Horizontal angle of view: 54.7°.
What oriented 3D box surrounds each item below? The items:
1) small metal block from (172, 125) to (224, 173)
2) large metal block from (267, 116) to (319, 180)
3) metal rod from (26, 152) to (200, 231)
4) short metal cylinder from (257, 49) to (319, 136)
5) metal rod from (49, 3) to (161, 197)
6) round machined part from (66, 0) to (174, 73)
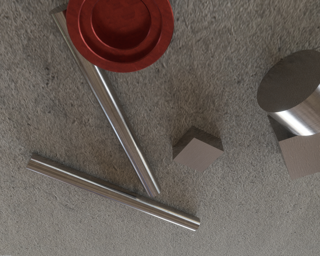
[{"bbox_3d":[0.052,0.030,0.434,0.050,0.025,0.050,25,126,-20],"label":"small metal block"},{"bbox_3d":[0.197,0.014,0.406,0.080,0.050,0.080,-21,128,16],"label":"large metal block"},{"bbox_3d":[-0.061,0.109,0.499,0.301,0.025,0.025,27,125,-22],"label":"metal rod"},{"bbox_3d":[0.156,-0.038,0.341,0.050,0.080,0.080,34,122,-25],"label":"short metal cylinder"},{"bbox_3d":[-0.054,-0.010,0.398,0.025,0.025,0.299,-13,129,11],"label":"metal rod"},{"bbox_3d":[-0.037,-0.107,0.302,0.099,0.042,0.097,-3,130,-3],"label":"round machined part"}]
